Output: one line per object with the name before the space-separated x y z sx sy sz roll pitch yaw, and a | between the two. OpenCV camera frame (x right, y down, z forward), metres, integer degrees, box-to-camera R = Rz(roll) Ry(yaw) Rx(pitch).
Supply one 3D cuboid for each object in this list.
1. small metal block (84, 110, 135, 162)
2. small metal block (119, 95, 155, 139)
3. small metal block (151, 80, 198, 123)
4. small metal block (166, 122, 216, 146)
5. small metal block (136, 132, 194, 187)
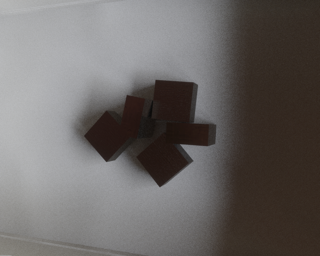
small metal block | -0.068 0.011 0.431 0.050 0.025 0.050 -46 76 14
small metal block | -0.026 -0.014 0.403 0.025 0.050 0.050 13 95 19
small metal block | 0.019 -0.034 0.401 0.050 0.025 0.050 7 92 19
small metal block | 0.039 0.007 0.380 0.050 0.050 0.025 3 91 19
small metal block | 0.007 0.041 0.405 0.050 0.025 0.050 -42 77 15
